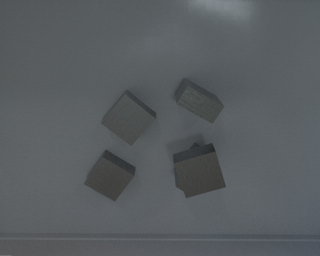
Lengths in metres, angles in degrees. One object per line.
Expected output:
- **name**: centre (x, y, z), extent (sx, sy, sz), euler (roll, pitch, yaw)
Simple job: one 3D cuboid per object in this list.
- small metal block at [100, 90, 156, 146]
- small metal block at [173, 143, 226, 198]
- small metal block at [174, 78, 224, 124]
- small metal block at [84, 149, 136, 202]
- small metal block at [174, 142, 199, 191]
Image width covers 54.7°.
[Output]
- **small metal block**: centre (-0.041, -0.013, 0.406), extent (0.050, 0.025, 0.050), euler (39, 105, -14)
- **small metal block**: centre (0.048, 0.052, 0.378), extent (0.050, 0.025, 0.050), euler (-17, 109, 6)
- **small metal block**: centre (0.047, -0.035, 0.386), extent (0.050, 0.050, 0.025), euler (28, 108, -10)
- **small metal block**: centre (-0.070, 0.067, 0.435), extent (0.050, 0.025, 0.050), euler (33, 106, -12)
- **small metal block**: centre (0.045, 0.055, 0.419), extent (0.025, 0.050, 0.050), euler (33, 107, -12)
